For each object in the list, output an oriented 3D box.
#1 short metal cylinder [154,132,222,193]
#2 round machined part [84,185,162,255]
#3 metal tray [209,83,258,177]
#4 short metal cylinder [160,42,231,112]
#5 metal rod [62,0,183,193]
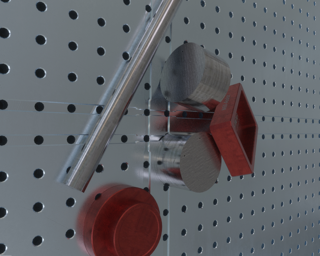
[{"bbox_3d":[0.039,0.045,0.425,0.081,0.050,0.080,0,90,-40],"label":"short metal cylinder"},{"bbox_3d":[-0.036,0.120,0.368,0.099,0.042,0.097,0,90,-40],"label":"round machined part"},{"bbox_3d":[0.116,-0.001,0.469,0.090,0.030,0.130,62,31,-22],"label":"metal tray"},{"bbox_3d":[0.046,-0.066,0.411,0.050,0.080,0.080,17,80,-39],"label":"short metal cylinder"},{"bbox_3d":[-0.033,-0.064,0.380,0.025,0.025,0.300,38,67,-34],"label":"metal rod"}]
